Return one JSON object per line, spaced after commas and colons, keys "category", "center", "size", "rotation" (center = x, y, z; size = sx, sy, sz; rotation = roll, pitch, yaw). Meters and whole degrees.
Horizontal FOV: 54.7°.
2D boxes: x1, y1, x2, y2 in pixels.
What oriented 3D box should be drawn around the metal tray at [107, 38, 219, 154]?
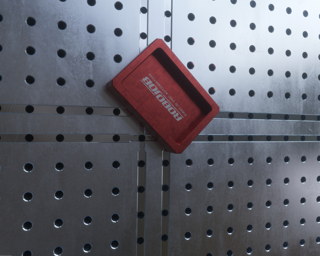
{"category": "metal tray", "center": [0.007, -0.040, 0.413], "size": [0.090, 0.030, 0.130], "rotation": [-47, 105, -14]}
